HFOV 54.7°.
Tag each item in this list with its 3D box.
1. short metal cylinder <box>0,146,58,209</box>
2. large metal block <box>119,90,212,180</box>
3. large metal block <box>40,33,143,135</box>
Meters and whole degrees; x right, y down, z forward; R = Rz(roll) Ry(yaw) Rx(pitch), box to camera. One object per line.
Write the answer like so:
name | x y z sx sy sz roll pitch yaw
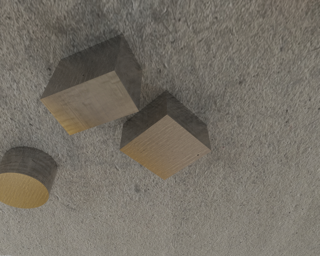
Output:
short metal cylinder | -0.196 0.073 0.451 0.081 0.050 0.079 0 130 0
large metal block | 0.007 0.012 0.401 0.080 0.050 0.080 -36 122 26
large metal block | -0.068 -0.047 0.330 0.080 0.080 0.050 -18 128 14
